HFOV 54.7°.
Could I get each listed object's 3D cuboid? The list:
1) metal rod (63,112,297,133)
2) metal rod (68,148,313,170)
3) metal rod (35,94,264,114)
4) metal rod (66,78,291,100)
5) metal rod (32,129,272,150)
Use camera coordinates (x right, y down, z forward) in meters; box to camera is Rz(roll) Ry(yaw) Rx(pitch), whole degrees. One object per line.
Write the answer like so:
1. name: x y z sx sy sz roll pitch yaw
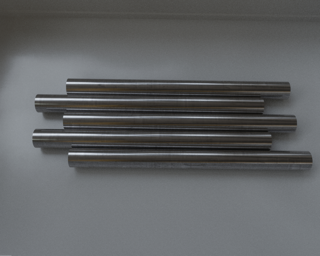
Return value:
1. metal rod: 0.026 -0.007 0.411 0.302 0.025 0.025 1 70 0
2. metal rod: 0.038 0.040 0.394 0.302 0.025 0.025 1 70 0
3. metal rod: -0.013 -0.031 0.419 0.302 0.025 0.025 1 70 0
4. metal rod: 0.025 -0.054 0.428 0.302 0.025 0.025 1 70 0
5. metal rod: -0.009 0.015 0.402 0.302 0.025 0.025 1 70 0
